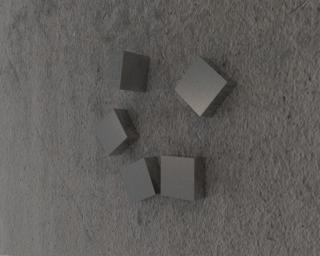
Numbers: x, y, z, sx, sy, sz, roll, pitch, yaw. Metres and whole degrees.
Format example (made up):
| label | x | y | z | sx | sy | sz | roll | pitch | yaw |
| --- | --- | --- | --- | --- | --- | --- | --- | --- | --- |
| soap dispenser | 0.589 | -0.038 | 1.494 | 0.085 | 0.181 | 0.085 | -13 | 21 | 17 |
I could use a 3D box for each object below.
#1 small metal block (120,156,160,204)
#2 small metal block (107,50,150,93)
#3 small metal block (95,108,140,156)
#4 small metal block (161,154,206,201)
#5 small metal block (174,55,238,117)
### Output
| label | x | y | z | sx | sy | sz | roll | pitch | yaw |
| --- | --- | --- | --- | --- | --- | --- | --- | --- | --- |
| small metal block | -0.023 | 0.072 | 0.424 | 0.050 | 0.025 | 0.050 | -30 | 72 | 36 |
| small metal block | -0.042 | -0.076 | 0.424 | 0.025 | 0.050 | 0.050 | 12 | 98 | 39 |
| small metal block | -0.064 | 0.007 | 0.458 | 0.050 | 0.025 | 0.050 | -42 | 65 | 32 |
| small metal block | 0.028 | 0.059 | 0.382 | 0.050 | 0.025 | 0.050 | 0 | 90 | 40 |
| small metal block | 0.053 | -0.048 | 0.362 | 0.050 | 0.025 | 0.050 | 51 | 120 | 28 |
